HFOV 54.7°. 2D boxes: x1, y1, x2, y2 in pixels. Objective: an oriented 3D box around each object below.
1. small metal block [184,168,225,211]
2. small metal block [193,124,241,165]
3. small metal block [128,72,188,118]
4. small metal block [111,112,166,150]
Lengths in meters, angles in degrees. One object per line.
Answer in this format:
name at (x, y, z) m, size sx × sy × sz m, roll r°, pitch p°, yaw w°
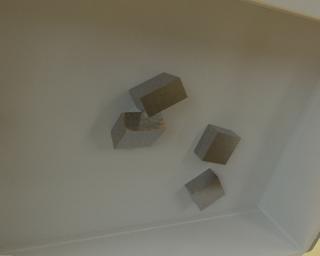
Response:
small metal block at (0.075, 0.102, 0.513) m, size 0.050 × 0.025 × 0.050 m, roll -33°, pitch 129°, yaw -7°
small metal block at (0.087, 0.026, 0.472) m, size 0.050 × 0.025 × 0.050 m, roll 14°, pitch 111°, yaw -34°
small metal block at (-0.004, -0.040, 0.362) m, size 0.050 × 0.050 × 0.025 m, roll -28°, pitch 114°, yaw -10°
small metal block at (-0.028, 0.003, 0.380) m, size 0.050 × 0.025 × 0.050 m, roll -3°, pitch 154°, yaw -27°
